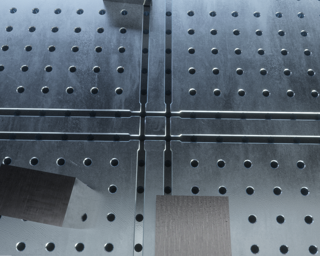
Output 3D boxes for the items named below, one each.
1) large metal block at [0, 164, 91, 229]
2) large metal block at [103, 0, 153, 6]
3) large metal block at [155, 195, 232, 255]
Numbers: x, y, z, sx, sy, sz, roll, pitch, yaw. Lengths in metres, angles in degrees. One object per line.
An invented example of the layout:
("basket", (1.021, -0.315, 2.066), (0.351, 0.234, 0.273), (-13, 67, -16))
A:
("large metal block", (-0.131, 0.081, 0.351), (0.080, 0.080, 0.050), (10, 71, 3))
("large metal block", (-0.047, -0.246, 0.488), (0.080, 0.050, 0.080), (7, 70, 2))
("large metal block", (0.035, 0.121, 0.355), (0.081, 0.050, 0.080), (1, 70, 0))
